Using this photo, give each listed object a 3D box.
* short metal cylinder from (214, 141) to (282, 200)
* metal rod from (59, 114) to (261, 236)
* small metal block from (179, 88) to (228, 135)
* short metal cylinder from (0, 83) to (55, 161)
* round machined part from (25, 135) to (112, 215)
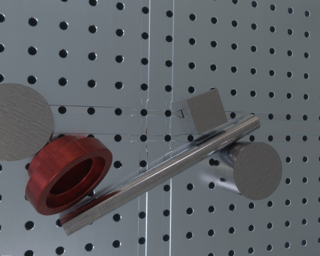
[{"bbox_3d":[0.126,0.059,0.446,0.081,0.050,0.079,0,90,-20],"label":"short metal cylinder"},{"bbox_3d":[0.013,0.054,0.417,0.302,0.025,0.025,-26,99,-18],"label":"metal rod"},{"bbox_3d":[0.061,-0.023,0.435,0.050,0.025,0.050,-22,98,-19],"label":"small metal block"},{"bbox_3d":[-0.158,-0.005,0.338,0.081,0.050,0.080,1,86,-17],"label":"short metal cylinder"},{"bbox_3d":[-0.105,0.047,0.346,0.098,0.098,0.042,-42,69,-15],"label":"round machined part"}]
